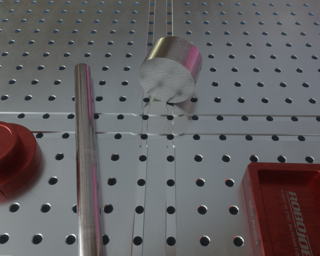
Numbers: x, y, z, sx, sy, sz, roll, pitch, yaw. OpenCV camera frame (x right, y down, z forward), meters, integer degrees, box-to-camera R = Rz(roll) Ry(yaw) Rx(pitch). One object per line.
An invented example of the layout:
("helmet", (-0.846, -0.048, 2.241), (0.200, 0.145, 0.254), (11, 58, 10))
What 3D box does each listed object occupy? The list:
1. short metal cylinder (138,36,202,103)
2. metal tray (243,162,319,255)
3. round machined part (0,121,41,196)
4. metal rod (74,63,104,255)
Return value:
("short metal cylinder", (0.016, -0.082, 0.441), (0.080, 0.080, 0.050), (13, 51, 11))
("metal tray", (0.142, 0.098, 0.322), (0.091, 0.030, 0.130), (1, 50, 1))
("round machined part", (-0.199, 0.030, 0.370), (0.099, 0.042, 0.098), (0, 50, 0))
("metal rod", (-0.093, 0.022, 0.388), (0.025, 0.025, 0.300), (-8, 51, -7))
